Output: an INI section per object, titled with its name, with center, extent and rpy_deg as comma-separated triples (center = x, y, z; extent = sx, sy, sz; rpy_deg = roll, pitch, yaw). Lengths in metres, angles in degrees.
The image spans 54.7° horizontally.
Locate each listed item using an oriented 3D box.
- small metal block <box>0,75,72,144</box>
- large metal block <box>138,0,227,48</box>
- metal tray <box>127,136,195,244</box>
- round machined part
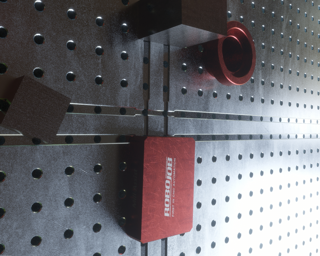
[small metal block]
center = -0.124, -0.017, 0.306
extent = 0.050, 0.025, 0.050
rpy_deg = 30, 72, -36
[large metal block]
center = 0.029, -0.141, 0.399
extent = 0.081, 0.080, 0.050
rpy_deg = -2, 91, -40
[metal tray]
center = 0.003, 0.076, 0.411
extent = 0.091, 0.030, 0.129
rpy_deg = 3, 88, -40
[round machined part]
center = 0.106, -0.115, 0.489
extent = 0.099, 0.042, 0.097
rpy_deg = 0, 90, -40
